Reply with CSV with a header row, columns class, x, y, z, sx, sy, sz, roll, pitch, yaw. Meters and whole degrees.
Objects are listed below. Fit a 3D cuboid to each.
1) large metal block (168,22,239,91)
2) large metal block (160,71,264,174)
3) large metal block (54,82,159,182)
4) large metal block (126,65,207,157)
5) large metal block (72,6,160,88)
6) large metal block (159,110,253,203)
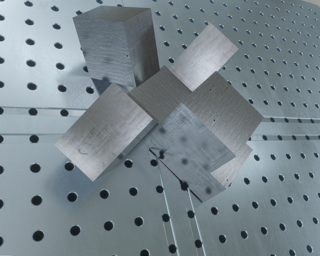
class,x,y,z,sx,sy,sz,roll,pitch,yaw
large metal block,0.062,-0.095,0.443,0.050,0.080,0.080,44,11,2
large metal block,0.062,-0.008,0.364,0.080,0.050,0.080,45,50,2
large metal block,-0.049,0.003,0.324,0.050,0.080,0.080,44,93,3
large metal block,0.002,-0.023,0.407,0.080,0.050,0.080,44,51,2
large metal block,-0.052,-0.103,0.388,0.080,0.080,0.050,17,43,31
large metal block,0.060,0.034,0.402,0.080,0.050,0.080,44,50,4
